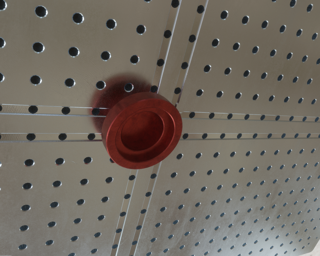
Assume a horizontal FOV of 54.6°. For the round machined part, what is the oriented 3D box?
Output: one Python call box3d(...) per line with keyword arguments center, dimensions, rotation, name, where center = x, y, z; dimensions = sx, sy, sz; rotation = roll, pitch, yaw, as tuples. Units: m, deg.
box3d(center=(-0.025, 0.000, 0.386), dimensions=(0.099, 0.042, 0.097), rotation=(-14, 124, -21), name="round machined part")
